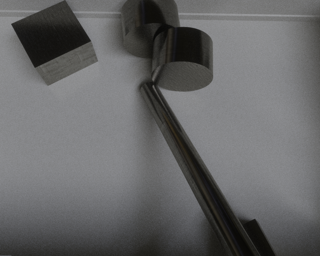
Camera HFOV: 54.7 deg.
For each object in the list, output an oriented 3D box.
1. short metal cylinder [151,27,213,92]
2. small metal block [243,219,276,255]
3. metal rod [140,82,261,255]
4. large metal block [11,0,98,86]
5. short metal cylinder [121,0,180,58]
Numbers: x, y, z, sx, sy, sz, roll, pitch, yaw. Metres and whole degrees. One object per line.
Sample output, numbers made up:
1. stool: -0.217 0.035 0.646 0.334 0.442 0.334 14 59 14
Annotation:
1. short metal cylinder: 0.030 -0.089 0.413 0.081 0.080 0.050 3 70 1
2. small metal block: 0.109 0.131 0.343 0.025 0.050 0.050 -30 62 9
3. metal rod: 0.035 0.042 0.327 0.025 0.025 0.300 -20 46 -8
4. large metal block: -0.147 -0.120 0.438 0.080 0.050 0.080 -30 73 -11
5. short metal cylinder: -0.012 -0.141 0.432 0.081 0.080 0.050 -6 70 -3
